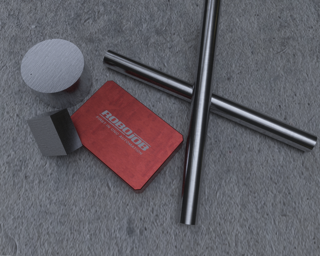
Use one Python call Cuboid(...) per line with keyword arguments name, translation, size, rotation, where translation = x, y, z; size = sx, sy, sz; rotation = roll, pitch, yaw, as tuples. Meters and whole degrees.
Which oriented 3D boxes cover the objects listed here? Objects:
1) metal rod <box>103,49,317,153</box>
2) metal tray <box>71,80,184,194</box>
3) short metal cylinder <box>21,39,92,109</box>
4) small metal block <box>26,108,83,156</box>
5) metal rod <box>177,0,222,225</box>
Cuboid(name="metal rod", translation=(0.061, -0.040, 0.422), size=(0.301, 0.025, 0.025), rotation=(24, 72, 8))
Cuboid(name="metal tray", translation=(-0.046, 0.010, 0.402), size=(0.130, 0.030, 0.090), rotation=(39, 74, 13))
Cuboid(name="short metal cylinder", translation=(-0.138, -0.072, 0.420), size=(0.081, 0.050, 0.080), rotation=(0, 70, 0))
Cuboid(name="small metal block", translation=(-0.129, 0.006, 0.380), size=(0.025, 0.050, 0.050), rotation=(-37, 114, -49))
Cuboid(name="metal rod", translation=(0.052, -0.033, 0.395), size=(0.025, 0.025, 0.299), rotation=(7, 79, 2))
